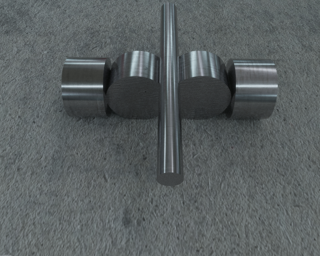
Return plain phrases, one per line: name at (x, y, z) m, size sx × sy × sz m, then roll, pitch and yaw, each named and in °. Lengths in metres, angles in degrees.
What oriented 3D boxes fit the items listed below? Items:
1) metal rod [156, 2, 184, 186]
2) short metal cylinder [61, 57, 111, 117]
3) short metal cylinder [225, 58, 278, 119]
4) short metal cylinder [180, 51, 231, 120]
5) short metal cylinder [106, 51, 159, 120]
metal rod at (0.012, -0.067, 0.381) m, size 0.025 × 0.025 × 0.300 m, roll 1°, pitch 50°, yaw 0°
short metal cylinder at (-0.094, -0.054, 0.414) m, size 0.050 × 0.080 × 0.080 m, roll 1°, pitch 50°, yaw 0°
short metal cylinder at (0.117, -0.052, 0.414) m, size 0.050 × 0.080 × 0.080 m, roll 1°, pitch 50°, yaw 0°
short metal cylinder at (0.051, -0.056, 0.416) m, size 0.080 × 0.080 × 0.050 m, roll 1°, pitch 50°, yaw 0°
short metal cylinder at (-0.029, -0.055, 0.416) m, size 0.080 × 0.080 × 0.050 m, roll 1°, pitch 50°, yaw 0°
